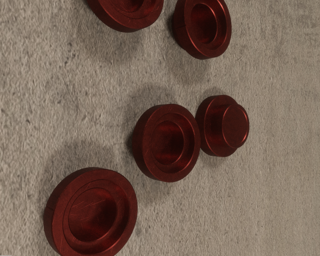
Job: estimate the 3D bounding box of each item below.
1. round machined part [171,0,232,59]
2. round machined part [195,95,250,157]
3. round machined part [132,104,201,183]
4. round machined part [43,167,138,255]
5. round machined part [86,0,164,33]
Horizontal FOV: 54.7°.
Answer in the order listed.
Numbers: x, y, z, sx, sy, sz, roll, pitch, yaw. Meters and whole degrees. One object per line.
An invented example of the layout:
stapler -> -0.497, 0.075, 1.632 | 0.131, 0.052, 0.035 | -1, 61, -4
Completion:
round machined part -> 0.055, -0.146, 0.442 | 0.099, 0.042, 0.097 | 0, 90, -40
round machined part -> 0.103, -0.003, 0.482 | 0.099, 0.042, 0.097 | 0, 90, -40
round machined part -> 0.004, 0.019, 0.399 | 0.099, 0.042, 0.097 | 0, 90, -40
round machined part -> -0.076, 0.090, 0.332 | 0.099, 0.042, 0.097 | 0, 90, -40
round machined part -> -0.046, -0.159, 0.356 | 0.099, 0.042, 0.097 | 0, 90, -40
